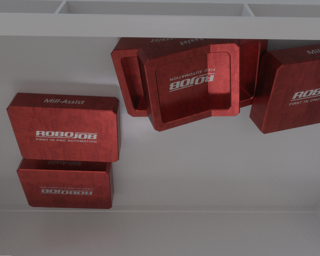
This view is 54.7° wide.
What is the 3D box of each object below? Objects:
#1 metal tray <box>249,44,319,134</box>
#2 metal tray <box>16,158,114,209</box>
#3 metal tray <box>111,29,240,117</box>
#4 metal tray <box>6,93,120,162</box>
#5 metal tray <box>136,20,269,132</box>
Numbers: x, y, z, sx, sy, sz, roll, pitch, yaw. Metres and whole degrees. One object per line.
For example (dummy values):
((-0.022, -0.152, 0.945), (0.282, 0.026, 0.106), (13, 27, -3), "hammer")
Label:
((0.173, -0.046, 0.347), (0.131, 0.030, 0.089), (-10, 131, -11), "metal tray")
((-0.140, 0.085, 0.476), (0.131, 0.030, 0.089), (2, 130, -2), "metal tray")
((0.021, -0.056, 0.342), (0.131, 0.030, 0.090), (0, 131, 14), "metal tray")
((-0.119, 0.002, 0.406), (0.131, 0.030, 0.089), (2, 130, -2), "metal tray")
((0.047, -0.054, 0.334), (0.131, 0.030, 0.089), (-16, 131, -10), "metal tray")
